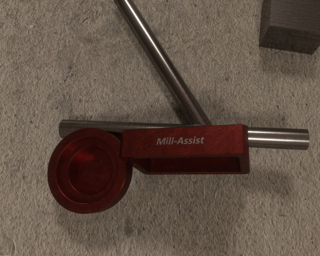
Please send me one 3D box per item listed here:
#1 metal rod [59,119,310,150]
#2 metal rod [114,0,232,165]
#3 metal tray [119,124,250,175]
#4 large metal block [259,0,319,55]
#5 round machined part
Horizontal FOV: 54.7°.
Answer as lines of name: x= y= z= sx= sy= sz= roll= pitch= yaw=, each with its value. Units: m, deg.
metal rod: x=0.022 y=0.007 z=0.384 sx=0.302 sy=0.025 sz=0.025 roll=2 pitch=70 yaw=9
metal rod: x=0.011 y=-0.079 z=0.437 sx=0.025 sy=0.025 sz=0.299 roll=-27 pitch=72 yaw=-10
metal tray: x=0.032 y=0.028 z=0.346 sx=0.130 sy=0.090 sz=0.030 roll=-3 pitch=69 yaw=15
large metal block: x=0.196 y=-0.162 z=0.456 sx=0.080 sy=0.050 sz=0.080 roll=10 pitch=70 yaw=3
round machined part: x=-0.079 y=0.051 z=0.371 sx=0.098 sy=0.042 sz=0.098 roll=-3 pitch=76 yaw=13
